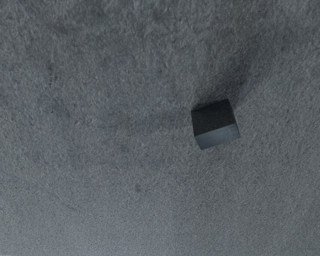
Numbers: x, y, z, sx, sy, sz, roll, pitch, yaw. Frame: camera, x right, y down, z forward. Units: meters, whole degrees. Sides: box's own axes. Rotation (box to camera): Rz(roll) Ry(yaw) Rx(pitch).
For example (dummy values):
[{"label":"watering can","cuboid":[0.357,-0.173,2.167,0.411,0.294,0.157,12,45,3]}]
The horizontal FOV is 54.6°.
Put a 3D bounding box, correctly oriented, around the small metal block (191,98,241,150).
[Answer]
[{"label":"small metal block","cuboid":[0.068,-0.005,0.387,0.050,0.050,0.025,-19,128,15]}]
